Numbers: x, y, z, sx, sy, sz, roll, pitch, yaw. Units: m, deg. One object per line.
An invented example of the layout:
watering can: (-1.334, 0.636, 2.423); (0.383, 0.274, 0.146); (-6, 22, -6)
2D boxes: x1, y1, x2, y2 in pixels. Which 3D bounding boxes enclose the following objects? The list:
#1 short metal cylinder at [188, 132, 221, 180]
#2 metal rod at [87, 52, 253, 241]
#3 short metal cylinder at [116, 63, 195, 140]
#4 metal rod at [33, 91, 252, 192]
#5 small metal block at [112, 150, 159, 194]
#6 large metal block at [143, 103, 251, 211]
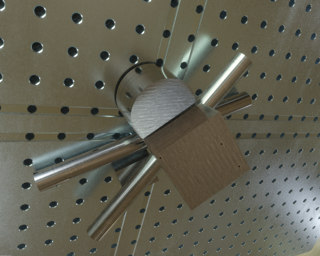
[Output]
short metal cylinder: (0.056, 0.047, 0.431); (0.050, 0.080, 0.080); (-37, 129, -3)
metal rod: (0.008, 0.028, 0.397); (0.299, 0.025, 0.025); (-50, 129, 7)
short metal cylinder: (-0.006, -0.030, 0.369); (0.081, 0.050, 0.079); (-14, 124, -21)
metal rod: (-0.010, 0.011, 0.408); (0.302, 0.025, 0.025); (-21, 127, -16)
small metal block: (-0.034, 0.059, 0.425); (0.050, 0.025, 0.050); (-25, 128, -13)
large metal block: (0.041, 0.030, 0.350); (0.080, 0.050, 0.080); (-34, 112, -5)
